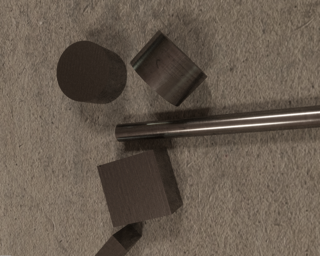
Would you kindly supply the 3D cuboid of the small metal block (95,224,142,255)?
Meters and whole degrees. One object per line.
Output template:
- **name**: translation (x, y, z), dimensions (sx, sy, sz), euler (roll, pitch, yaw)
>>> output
- **small metal block**: translation (-0.058, 0.162, 0.415), dimensions (0.025, 0.050, 0.050), euler (43, 103, 15)

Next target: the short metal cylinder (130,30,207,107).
- **short metal cylinder**: translation (0.011, -0.072, 0.375), dimensions (0.050, 0.080, 0.080), euler (-46, 76, 14)

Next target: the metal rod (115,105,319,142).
- **metal rod**: translation (0.086, -0.005, 0.378), dimensions (0.301, 0.025, 0.025), euler (-5, 89, 19)

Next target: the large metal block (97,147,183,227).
- **large metal block**: translation (-0.025, 0.075, 0.404), dimensions (0.080, 0.050, 0.080), euler (-18, 84, 18)

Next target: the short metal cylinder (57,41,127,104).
- **short metal cylinder**: translation (-0.093, -0.074, 0.427), dimensions (0.080, 0.050, 0.079), euler (0, 90, 19)
